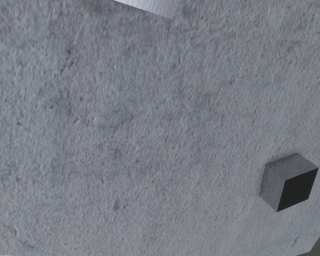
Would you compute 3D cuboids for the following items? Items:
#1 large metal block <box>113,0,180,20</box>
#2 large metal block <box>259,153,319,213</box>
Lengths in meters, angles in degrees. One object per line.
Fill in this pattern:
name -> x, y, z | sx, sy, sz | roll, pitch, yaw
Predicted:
large metal block -> -0.019, -0.156, 0.285 | 0.081, 0.050, 0.079 | 6, 115, -32
large metal block -> 0.244, 0.103, 0.591 | 0.081, 0.050, 0.079 | -14, 125, -21
